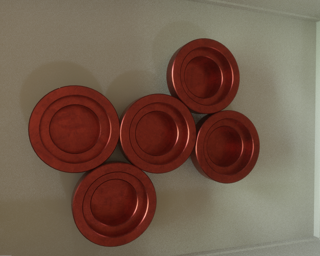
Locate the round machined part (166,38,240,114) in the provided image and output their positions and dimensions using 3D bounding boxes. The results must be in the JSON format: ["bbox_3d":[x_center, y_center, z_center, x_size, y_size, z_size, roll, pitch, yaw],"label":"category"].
[{"bbox_3d":[0.054,-0.067,0.419,0.099,0.042,0.097,0,90,-20],"label":"round machined part"}]

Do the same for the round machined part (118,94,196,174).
[{"bbox_3d":[-0.007,0.007,0.395,0.099,0.042,0.097,0,90,-20],"label":"round machined part"}]

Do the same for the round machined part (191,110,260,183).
[{"bbox_3d":[0.085,0.025,0.430,0.099,0.042,0.097,0,90,-20],"label":"round machined part"}]

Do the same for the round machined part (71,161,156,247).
[{"bbox_3d":[-0.057,0.088,0.377,0.099,0.042,0.097,0,90,-20],"label":"round machined part"}]

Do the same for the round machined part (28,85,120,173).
[{"bbox_3d":[-0.100,0.001,0.362,0.099,0.042,0.097,0,90,-20],"label":"round machined part"}]
